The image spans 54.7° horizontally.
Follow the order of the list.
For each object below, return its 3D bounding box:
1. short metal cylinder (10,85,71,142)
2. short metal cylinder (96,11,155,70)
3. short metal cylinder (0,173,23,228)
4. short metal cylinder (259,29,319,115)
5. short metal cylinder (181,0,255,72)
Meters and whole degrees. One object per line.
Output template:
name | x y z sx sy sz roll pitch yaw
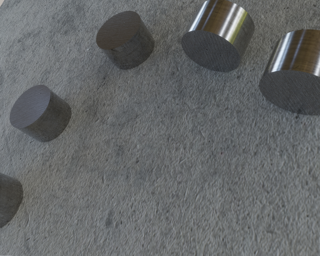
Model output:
short metal cylinder | -0.193 -0.023 0.504 0.080 0.050 0.080 -13 56 21
short metal cylinder | -0.056 -0.143 0.505 0.080 0.050 0.080 -13 56 21
short metal cylinder | -0.253 0.104 0.457 0.080 0.050 0.080 -13 56 21
short metal cylinder | 0.152 -0.055 0.323 0.080 0.080 0.050 15 70 34
short metal cylinder | 0.075 -0.117 0.401 0.080 0.080 0.050 15 70 34
